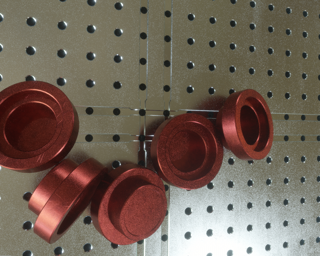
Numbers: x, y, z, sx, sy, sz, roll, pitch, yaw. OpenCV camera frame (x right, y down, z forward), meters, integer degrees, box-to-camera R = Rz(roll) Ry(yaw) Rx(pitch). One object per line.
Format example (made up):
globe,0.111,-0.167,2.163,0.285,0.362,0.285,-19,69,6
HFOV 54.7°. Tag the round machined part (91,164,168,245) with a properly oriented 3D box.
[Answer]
round machined part,-0.030,0.096,0.377,0.099,0.042,0.097,-9,105,-38

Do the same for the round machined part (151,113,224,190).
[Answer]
round machined part,0.032,0.031,0.413,0.099,0.042,0.097,2,85,-25

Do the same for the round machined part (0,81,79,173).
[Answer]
round machined part,-0.137,0.001,0.339,0.099,0.042,0.098,0,72,1

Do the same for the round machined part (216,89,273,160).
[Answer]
round machined part,0.116,-0.003,0.436,0.099,0.042,0.097,9,76,-42

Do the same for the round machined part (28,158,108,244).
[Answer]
round machined part,-0.104,0.072,0.341,0.042,0.098,0.098,34,78,5
